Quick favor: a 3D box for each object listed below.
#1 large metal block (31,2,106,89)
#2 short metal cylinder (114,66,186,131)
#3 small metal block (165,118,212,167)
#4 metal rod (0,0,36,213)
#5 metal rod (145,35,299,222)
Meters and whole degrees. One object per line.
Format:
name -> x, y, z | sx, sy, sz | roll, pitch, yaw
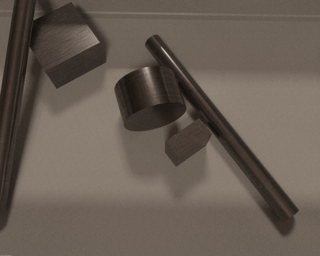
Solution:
large metal block -> -0.136, -0.116, 0.437 | 0.080, 0.050, 0.080 | -32, 73, -11
short metal cylinder -> -0.013, -0.035, 0.393 | 0.081, 0.080, 0.050 | -15, 71, -6
small metal block -> 0.034, 0.019, 0.390 | 0.050, 0.050, 0.025 | -34, 74, -12
metal rod -> -0.186, -0.047, 0.389 | 0.025, 0.025, 0.298 | 5, 83, 1
metal rod -> 0.073, -0.011, 0.414 | 0.025, 0.025, 0.299 | -32, 74, -11
